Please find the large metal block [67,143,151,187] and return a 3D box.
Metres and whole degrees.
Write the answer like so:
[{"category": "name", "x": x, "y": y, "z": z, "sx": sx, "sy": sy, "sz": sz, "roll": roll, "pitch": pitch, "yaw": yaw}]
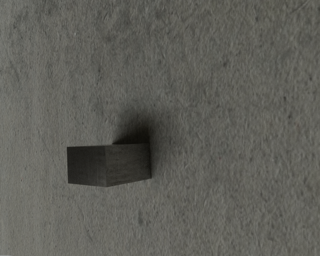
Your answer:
[{"category": "large metal block", "x": -0.070, "y": 0.048, "z": 0.428, "sx": 0.080, "sy": 0.081, "sz": 0.050, "roll": -4, "pitch": 88, "yaw": 40}]
